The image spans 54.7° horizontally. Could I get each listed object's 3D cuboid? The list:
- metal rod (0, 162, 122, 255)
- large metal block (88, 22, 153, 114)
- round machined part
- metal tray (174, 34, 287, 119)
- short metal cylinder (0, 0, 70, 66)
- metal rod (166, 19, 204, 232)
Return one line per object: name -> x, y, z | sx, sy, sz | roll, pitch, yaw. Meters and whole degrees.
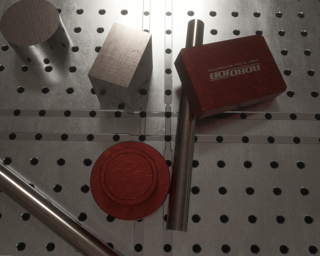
metal rod -> -0.131, 0.105, 0.371 | 0.301, 0.025, 0.025 | 33, 73, 11
large metal block -> -0.048, -0.076, 0.410 | 0.050, 0.080, 0.080 | 19, 71, 6
round machined part -> -0.036, 0.062, 0.380 | 0.099, 0.042, 0.098 | 0, 70, -1
metal tray -> 0.095, -0.072, 0.420 | 0.131, 0.030, 0.090 | -15, 76, -17
short metal cylinder -> -0.178, -0.137, 0.446 | 0.081, 0.050, 0.080 | 0, 70, 0
metal rod -> 0.037, -0.018, 0.418 | 0.025, 0.025, 0.299 | 7, 70, 2
